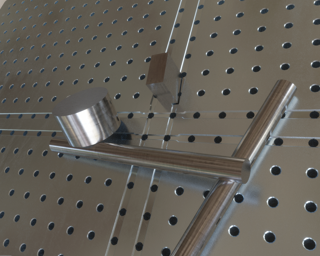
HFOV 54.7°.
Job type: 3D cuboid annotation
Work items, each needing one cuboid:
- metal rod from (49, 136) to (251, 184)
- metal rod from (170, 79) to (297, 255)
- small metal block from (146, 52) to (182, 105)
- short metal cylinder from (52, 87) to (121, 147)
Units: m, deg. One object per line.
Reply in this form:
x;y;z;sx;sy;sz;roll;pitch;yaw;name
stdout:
-0.038;0.034;0.389;0.300;0.025;0.025;4;64;36;metal rod
0.064;0.073;0.329;0.025;0.025;0.300;25;75;37;metal rod
0.007;-0.068;0.430;0.025;0.050;0.050;-5;60;26;small metal block
-0.102;-0.017;0.436;0.080;0.050;0.080;-15;29;9;short metal cylinder
